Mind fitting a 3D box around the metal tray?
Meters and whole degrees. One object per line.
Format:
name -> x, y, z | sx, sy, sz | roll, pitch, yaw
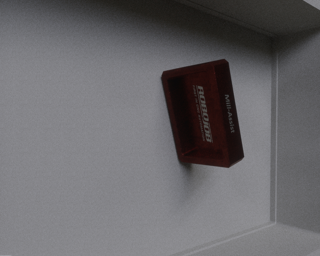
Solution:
metal tray -> 0.054, -0.017, 0.405 | 0.030, 0.090, 0.129 | -21, 104, -39
